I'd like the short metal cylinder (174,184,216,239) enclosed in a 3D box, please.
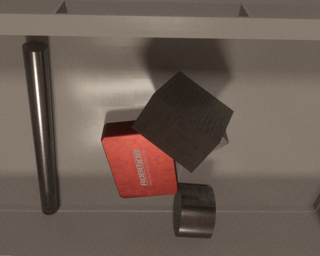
[{"bbox_3d":[0.052,0.130,0.484,0.050,0.080,0.079,5,130,-5],"label":"short metal cylinder"}]

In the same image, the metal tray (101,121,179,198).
[{"bbox_3d":[-0.024,0.047,0.446,0.091,0.030,0.129,-6,130,4],"label":"metal tray"}]

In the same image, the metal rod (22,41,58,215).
[{"bbox_3d":[-0.160,0.024,0.427,0.025,0.025,0.298,7,130,-7],"label":"metal rod"}]

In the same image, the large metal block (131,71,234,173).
[{"bbox_3d":[0.028,-0.010,0.348,0.080,0.080,0.050,37,124,2],"label":"large metal block"}]

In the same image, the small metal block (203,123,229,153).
[{"bbox_3d":[0.056,0.010,0.419,0.050,0.025,0.050,-33,123,24],"label":"small metal block"}]
